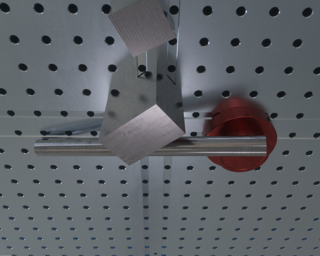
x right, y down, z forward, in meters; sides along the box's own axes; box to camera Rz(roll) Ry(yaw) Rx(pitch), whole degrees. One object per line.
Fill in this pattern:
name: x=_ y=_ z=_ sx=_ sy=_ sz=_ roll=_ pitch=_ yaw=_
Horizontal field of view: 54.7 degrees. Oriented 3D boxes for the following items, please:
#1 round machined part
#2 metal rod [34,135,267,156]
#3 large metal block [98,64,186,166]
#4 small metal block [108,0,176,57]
round machined part: x=0.109 y=0.023 z=0.421 sx=0.099 sy=0.042 sz=0.097 roll=0 pitch=130 yaw=0
metal rod: x=-0.022 y=0.024 z=0.400 sx=0.301 sy=0.025 sz=0.025 roll=-1 pitch=131 yaw=13
large metal block: x=-0.020 y=-0.015 z=0.362 sx=0.080 sy=0.080 sz=0.050 roll=-31 pitch=124 yaw=23
small metal block: x=-0.017 y=-0.109 z=0.319 sx=0.050 sy=0.025 sz=0.050 roll=-21 pitch=127 yaw=17
